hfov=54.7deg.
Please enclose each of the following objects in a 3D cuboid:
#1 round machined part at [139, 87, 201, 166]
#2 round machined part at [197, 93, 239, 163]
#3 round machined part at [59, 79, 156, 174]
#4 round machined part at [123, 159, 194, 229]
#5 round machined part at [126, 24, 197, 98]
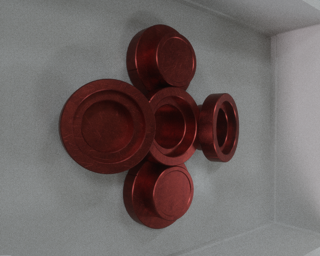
[{"bbox_3d":[0.005,-0.002,0.396,0.099,0.042,0.097,0,90,-40],"label":"round machined part"},{"bbox_3d":[0.077,0.000,0.447,0.099,0.042,0.097,-1,91,-56],"label":"round machined part"},{"bbox_3d":[-0.058,-0.002,0.334,0.099,0.042,0.097,0,90,-23],"label":"round machined part"},{"bbox_3d":[0.005,0.080,0.398,0.099,0.042,0.097,0,90,-40],"label":"round machined part"},{"bbox_3d":[0.009,-0.085,0.400,0.099,0.042,0.097,0,90,-40],"label":"round machined part"}]
